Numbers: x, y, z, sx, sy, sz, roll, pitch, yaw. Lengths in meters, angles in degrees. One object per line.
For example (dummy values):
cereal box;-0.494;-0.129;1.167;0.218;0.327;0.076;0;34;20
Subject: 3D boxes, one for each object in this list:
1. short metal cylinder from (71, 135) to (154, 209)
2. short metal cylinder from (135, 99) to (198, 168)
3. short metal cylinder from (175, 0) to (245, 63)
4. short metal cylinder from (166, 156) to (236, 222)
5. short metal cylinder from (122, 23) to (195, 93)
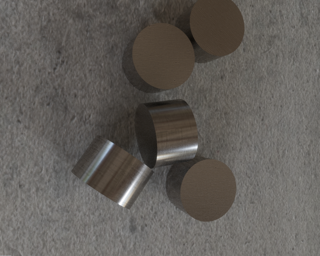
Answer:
short metal cylinder;-0.054;0.051;0.361;0.080;0.080;0.050;37;78;-17
short metal cylinder;0.006;0.006;0.383;0.050;0.080;0.079;-9;93;-20
short metal cylinder;0.066;-0.133;0.421;0.081;0.050;0.079;0;90;-21
short metal cylinder;0.054;0.079;0.417;0.081;0.050;0.079;0;90;-21
short metal cylinder;-0.003;-0.087;0.395;0.081;0.050;0.079;0;90;-21
